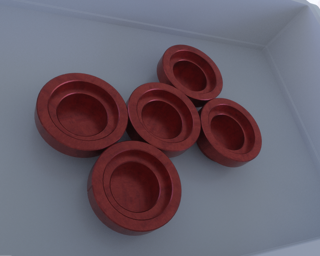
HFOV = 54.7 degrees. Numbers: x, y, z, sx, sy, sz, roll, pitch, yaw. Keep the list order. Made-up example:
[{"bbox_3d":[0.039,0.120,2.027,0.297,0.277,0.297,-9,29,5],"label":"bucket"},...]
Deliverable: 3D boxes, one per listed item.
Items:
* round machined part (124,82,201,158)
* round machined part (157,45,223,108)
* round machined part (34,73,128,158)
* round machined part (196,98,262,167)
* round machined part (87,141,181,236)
[{"bbox_3d":[-0.001,-0.006,0.394,0.099,0.042,0.098,14,56,-21],"label":"round machined part"},{"bbox_3d":[0.040,-0.071,0.456,0.099,0.042,0.098,14,56,-21],"label":"round machined part"},{"bbox_3d":[-0.089,-0.011,0.350,0.099,0.042,0.098,14,56,-21],"label":"round machined part"},{"bbox_3d":[0.089,0.010,0.433,0.099,0.042,0.098,14,56,-21],"label":"round machined part"},{"bbox_3d":[-0.030,0.066,0.334,0.099,0.042,0.098,14,56,-21],"label":"round machined part"}]
